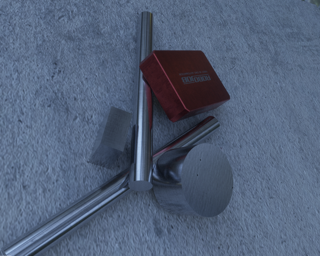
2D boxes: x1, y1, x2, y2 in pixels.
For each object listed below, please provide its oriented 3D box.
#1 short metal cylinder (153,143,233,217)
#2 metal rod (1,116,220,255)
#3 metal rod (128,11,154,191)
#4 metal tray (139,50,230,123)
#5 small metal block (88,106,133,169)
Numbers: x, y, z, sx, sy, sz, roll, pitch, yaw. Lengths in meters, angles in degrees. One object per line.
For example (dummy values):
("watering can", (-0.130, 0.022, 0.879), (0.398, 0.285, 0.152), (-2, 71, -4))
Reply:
("short metal cylinder", (0.039, 0.060, 0.358), (0.081, 0.050, 0.080), (9, 75, -36))
("metal rod", (-0.027, 0.054, 0.357), (0.302, 0.025, 0.025), (-30, 79, -38))
("metal rod", (-0.021, -0.059, 0.411), (0.025, 0.025, 0.300), (16, 50, -20))
("metal tray", (0.040, -0.064, 0.435), (0.131, 0.030, 0.090), (-19, 77, -52))
("small metal block", (-0.056, 0.012, 0.351), (0.025, 0.050, 0.050), (21, 54, -16))
